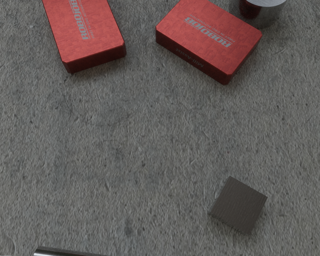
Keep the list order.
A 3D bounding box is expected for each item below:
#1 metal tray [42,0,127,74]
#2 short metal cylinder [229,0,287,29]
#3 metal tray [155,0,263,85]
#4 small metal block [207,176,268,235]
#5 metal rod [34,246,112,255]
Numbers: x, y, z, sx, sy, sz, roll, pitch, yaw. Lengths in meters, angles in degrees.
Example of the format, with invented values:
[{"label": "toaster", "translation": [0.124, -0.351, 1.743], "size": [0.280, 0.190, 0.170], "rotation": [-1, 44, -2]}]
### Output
[{"label": "metal tray", "translation": [-0.113, -0.153, 0.460], "size": [0.091, 0.030, 0.130], "rotation": [-20, 71, -8]}, {"label": "short metal cylinder", "translation": [0.150, -0.198, 0.469], "size": [0.081, 0.050, 0.080], "rotation": [0, 70, 0]}, {"label": "metal tray", "translation": [0.070, -0.134, 0.455], "size": [0.130, 0.030, 0.090], "rotation": [35, 73, 11]}, {"label": "small metal block", "translation": [0.093, 0.094, 0.375], "size": [0.050, 0.025, 0.050], "rotation": [30, 72, 10]}, {"label": "metal rod", "translation": [0.010, 0.166, 0.347], "size": [0.302, 0.025, 0.025], "rotation": [7, 70, 2]}]
